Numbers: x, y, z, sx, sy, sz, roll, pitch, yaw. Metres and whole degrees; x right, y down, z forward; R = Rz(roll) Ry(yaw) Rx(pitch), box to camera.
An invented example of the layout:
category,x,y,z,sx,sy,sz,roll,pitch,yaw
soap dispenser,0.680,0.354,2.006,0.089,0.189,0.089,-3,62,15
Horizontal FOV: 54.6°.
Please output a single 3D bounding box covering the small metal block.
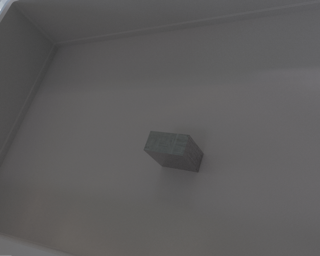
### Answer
category,x,y,z,sx,sy,sz,roll,pitch,yaw
small metal block,0.017,0.028,0.364,0.050,0.050,0.025,6,65,31
